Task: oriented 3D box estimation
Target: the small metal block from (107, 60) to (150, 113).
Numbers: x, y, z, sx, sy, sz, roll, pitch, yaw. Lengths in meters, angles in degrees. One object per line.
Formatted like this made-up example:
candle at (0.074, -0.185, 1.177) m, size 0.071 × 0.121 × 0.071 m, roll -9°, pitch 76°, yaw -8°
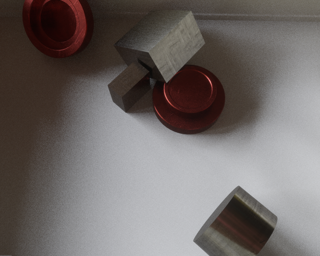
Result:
small metal block at (-0.040, -0.055, 0.416) m, size 0.025 × 0.050 × 0.050 m, roll 41°, pitch 75°, yaw 13°

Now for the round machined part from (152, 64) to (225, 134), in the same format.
round machined part at (0.039, -0.044, 0.417) m, size 0.099 × 0.042 × 0.098 m, roll 0°, pitch 70°, yaw -1°

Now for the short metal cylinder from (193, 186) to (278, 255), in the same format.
short metal cylinder at (0.082, 0.111, 0.341) m, size 0.050 × 0.080 × 0.080 m, roll 40°, pitch 75°, yaw 13°

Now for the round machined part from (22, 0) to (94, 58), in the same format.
round machined part at (-0.138, -0.150, 0.436) m, size 0.098 × 0.042 × 0.097 m, roll 5°, pitch 111°, yaw 14°

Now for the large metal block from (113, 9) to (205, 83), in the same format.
large metal block at (-0.001, -0.113, 0.418) m, size 0.080 × 0.050 × 0.080 m, roll -47°, pitch 41°, yaw -15°
